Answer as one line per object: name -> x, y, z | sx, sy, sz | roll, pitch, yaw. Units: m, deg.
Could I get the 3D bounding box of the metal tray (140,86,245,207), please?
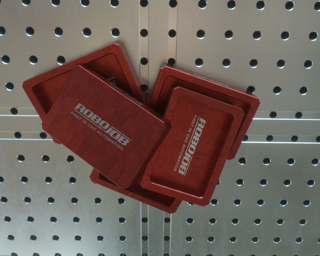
metal tray -> 0.037, 0.022, 0.386 | 0.090, 0.030, 0.129 | 19, 97, -7

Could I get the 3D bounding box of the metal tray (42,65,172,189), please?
metal tray -> -0.064, -0.003, 0.366 | 0.130, 0.030, 0.090 | 34, 100, 11

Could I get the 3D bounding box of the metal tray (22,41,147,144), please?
metal tray -> -0.092, -0.044, 0.394 | 0.130, 0.030, 0.090 | -21, 109, 8

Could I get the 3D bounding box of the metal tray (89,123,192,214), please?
metal tray -> -0.019, 0.055, 0.431 | 0.131, 0.030, 0.090 | 25, 108, -9

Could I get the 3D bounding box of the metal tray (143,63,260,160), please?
metal tray -> 0.049, -0.020, 0.402 | 0.131, 0.030, 0.089 | 18, 109, -6
